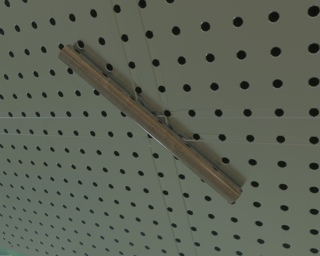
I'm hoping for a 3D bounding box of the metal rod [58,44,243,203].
[{"bbox_3d":[-0.013,-0.006,0.415,0.300,0.025,0.025,40,129,0],"label":"metal rod"}]
